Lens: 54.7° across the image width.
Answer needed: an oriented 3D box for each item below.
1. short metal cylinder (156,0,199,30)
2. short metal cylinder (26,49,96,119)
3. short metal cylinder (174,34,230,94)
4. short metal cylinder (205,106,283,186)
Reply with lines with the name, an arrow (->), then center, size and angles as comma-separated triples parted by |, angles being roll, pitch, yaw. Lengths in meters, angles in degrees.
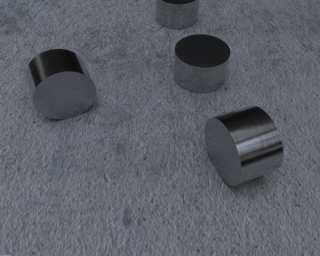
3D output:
short metal cylinder -> 0.033, -0.228, 0.579 | 0.080, 0.050, 0.080 | 0, 50, 0
short metal cylinder -> -0.132, -0.058, 0.415 | 0.081, 0.080, 0.050 | -19, 53, -16
short metal cylinder -> 0.062, -0.098, 0.469 | 0.080, 0.050, 0.080 | 0, 50, 0
short metal cylinder -> 0.092, 0.019, 0.352 | 0.050, 0.080, 0.080 | -17, 52, -14
